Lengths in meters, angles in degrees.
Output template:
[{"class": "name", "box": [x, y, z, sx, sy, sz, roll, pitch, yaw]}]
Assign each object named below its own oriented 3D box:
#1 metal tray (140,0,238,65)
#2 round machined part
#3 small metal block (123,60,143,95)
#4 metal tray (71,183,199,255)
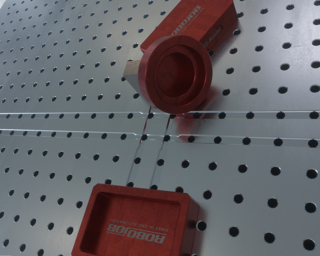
[{"class": "metal tray", "box": [0.043, -0.147, 0.473, 0.090, 0.030, 0.130, 35, 81, 38]}, {"class": "round machined part", "box": [0.016, -0.069, 0.400, 0.098, 0.098, 0.042, -51, 32, -8]}, {"class": "small metal block", "box": [-0.017, -0.073, 0.446, 0.050, 0.050, 0.025, -1, 61, 27]}, {"class": "metal tray", "box": [-0.029, 0.115, 0.349, 0.130, 0.030, 0.090, 0, 62, 28]}]
